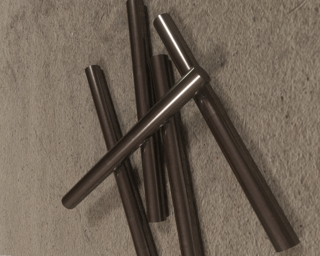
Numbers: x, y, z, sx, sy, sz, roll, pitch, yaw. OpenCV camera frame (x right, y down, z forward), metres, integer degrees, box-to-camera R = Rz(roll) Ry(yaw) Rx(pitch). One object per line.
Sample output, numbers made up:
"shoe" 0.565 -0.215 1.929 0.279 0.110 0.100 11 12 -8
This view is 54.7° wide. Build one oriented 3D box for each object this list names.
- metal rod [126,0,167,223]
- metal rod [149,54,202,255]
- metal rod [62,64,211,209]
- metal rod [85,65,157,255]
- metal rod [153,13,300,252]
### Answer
"metal rod" -0.019 -0.027 0.418 0.025 0.025 0.298 -10 84 39
"metal rod" 0.022 0.055 0.384 0.025 0.025 0.298 -15 80 38
"metal rod" -0.048 0.028 0.408 0.299 0.025 0.025 -43 64 31
"metal rod" -0.061 0.044 0.452 0.025 0.025 0.299 -29 72 36
"metal rod" 0.064 -0.012 0.350 0.025 0.025 0.299 -39 67 33
